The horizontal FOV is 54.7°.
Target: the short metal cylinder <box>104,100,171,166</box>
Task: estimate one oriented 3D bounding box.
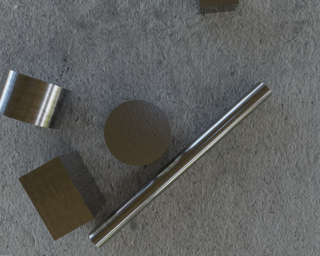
[{"bbox_3d":[-0.027,0.006,0.397,0.081,0.050,0.079,0,90,0],"label":"short metal cylinder"}]

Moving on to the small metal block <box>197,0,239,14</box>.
[{"bbox_3d":[0.074,-0.182,0.410,0.050,0.025,0.050,-6,90,0],"label":"small metal block"}]

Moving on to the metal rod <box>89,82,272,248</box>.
[{"bbox_3d":[0.027,0.048,0.410,0.300,0.025,0.025,-42,90,0],"label":"metal rod"}]

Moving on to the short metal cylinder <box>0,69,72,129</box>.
[{"bbox_3d":[-0.156,-0.035,0.381,0.080,0.080,0.050,19,90,0],"label":"short metal cylinder"}]

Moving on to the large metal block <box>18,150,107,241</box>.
[{"bbox_3d":[-0.114,0.078,0.381,0.050,0.080,0.080,-30,90,0],"label":"large metal block"}]
